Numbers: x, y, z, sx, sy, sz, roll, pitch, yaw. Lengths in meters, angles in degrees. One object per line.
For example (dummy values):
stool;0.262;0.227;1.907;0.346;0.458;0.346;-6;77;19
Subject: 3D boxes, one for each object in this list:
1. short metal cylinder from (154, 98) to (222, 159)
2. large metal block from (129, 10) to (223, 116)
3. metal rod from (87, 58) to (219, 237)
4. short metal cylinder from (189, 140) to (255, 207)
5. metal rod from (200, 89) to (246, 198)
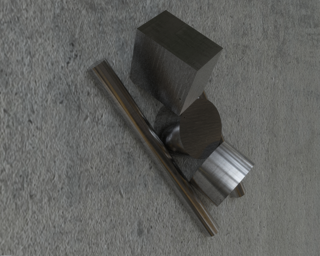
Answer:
short metal cylinder;0.039;0.001;0.422;0.081;0.050;0.080;0;90;-40
large metal block;0.015;-0.074;0.362;0.080;0.080;0.050;38;58;13
metal rod;0.004;0.042;0.408;0.025;0.025;0.299;-48;119;-29
short metal cylinder;0.087;0.064;0.435;0.050;0.080;0.080;41;55;15
metal rod;0.069;-0.018;0.463;0.025;0.025;0.299;-40;114;-33
